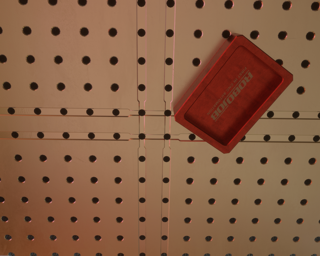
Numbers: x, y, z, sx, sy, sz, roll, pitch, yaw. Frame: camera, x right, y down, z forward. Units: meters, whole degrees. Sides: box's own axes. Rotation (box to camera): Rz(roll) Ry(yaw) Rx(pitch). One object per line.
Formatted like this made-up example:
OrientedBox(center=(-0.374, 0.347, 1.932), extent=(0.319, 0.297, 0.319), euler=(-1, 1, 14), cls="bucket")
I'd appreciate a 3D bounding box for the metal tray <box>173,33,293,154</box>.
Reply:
OrientedBox(center=(0.090, -0.042, 0.396), extent=(0.090, 0.030, 0.129), euler=(34, 106, -12), cls="metal tray")
